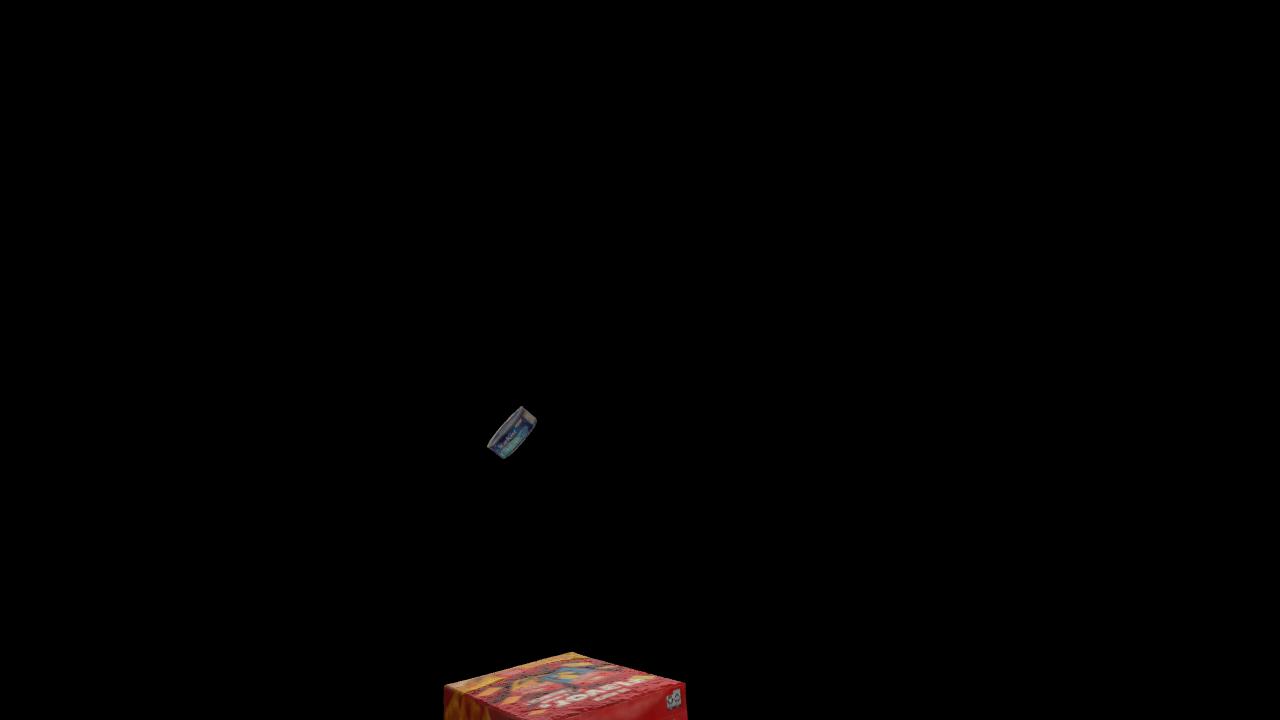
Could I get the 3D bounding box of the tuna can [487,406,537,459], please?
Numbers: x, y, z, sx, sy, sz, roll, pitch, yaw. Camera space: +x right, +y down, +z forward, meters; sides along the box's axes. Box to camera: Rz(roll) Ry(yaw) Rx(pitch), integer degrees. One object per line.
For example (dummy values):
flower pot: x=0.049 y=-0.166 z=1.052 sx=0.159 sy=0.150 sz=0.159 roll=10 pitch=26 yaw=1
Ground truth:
tuna can: x=-0.202 y=0.116 z=0.976 sx=0.034 sy=0.084 sz=0.084 roll=43 pitch=-11 yaw=-12

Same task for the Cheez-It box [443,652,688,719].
Cheez-It box: x=-0.081 y=0.358 z=0.619 sx=0.166 sy=0.071 sz=0.223 roll=5 pitch=-17 yaw=-37
